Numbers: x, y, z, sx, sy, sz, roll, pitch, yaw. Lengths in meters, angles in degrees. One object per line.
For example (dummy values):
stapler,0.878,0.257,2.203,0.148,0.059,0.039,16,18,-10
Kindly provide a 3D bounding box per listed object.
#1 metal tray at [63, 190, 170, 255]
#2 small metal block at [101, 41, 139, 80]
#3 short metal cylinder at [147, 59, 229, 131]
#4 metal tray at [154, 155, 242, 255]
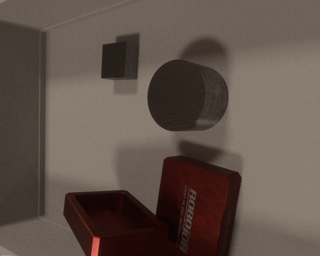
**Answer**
metal tray,-0.059,0.115,0.385,0.130,0.091,0.030,19,103,59
small metal block,-0.059,-0.097,0.453,0.050,0.025,0.050,6,94,39
short metal cylinder,0.032,-0.036,0.363,0.080,0.050,0.079,0,90,39
metal tray,0.040,0.106,0.369,0.090,0.030,0.129,13,98,39
